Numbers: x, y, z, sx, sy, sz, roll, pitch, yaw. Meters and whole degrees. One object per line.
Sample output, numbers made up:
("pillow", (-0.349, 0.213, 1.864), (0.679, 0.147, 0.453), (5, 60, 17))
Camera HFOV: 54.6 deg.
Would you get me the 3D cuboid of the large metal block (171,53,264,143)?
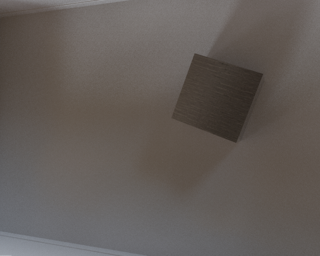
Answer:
("large metal block", (0.071, -0.035, 0.372), (0.080, 0.050, 0.080), (22, 97, 18))
